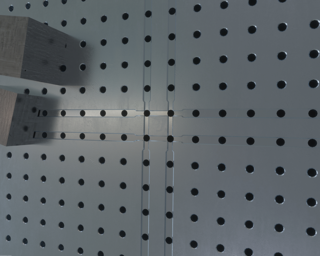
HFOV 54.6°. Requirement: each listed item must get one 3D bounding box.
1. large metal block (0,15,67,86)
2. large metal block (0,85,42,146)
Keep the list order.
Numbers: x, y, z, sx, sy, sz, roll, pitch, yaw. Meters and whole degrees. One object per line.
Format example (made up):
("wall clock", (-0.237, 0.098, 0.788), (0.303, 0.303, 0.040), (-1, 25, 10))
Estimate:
("large metal block", (-0.186, -0.109, 0.450), (0.050, 0.080, 0.080), (11, 94, 20))
("large metal block", (-0.243, -0.022, 0.486), (0.080, 0.050, 0.080), (16, 95, 19))
